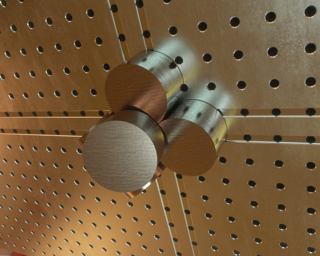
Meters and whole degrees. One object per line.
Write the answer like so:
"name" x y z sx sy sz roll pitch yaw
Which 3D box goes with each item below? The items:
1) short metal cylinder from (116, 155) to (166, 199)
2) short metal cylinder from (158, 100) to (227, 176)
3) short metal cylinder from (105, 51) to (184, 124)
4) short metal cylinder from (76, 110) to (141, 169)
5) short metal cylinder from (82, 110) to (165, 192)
"short metal cylinder" -0.032 0.049 0.421 0.050 0.080 0.080 47 129 -5
"short metal cylinder" 0.037 0.012 0.381 0.080 0.050 0.079 13 124 20
"short metal cylinder" -0.018 -0.047 0.373 0.080 0.050 0.079 13 124 20
"short metal cylinder" -0.065 0.012 0.415 0.050 0.080 0.080 47 129 -5
"short metal cylinder" -0.038 0.024 0.345 0.080 0.050 0.079 2 106 9
